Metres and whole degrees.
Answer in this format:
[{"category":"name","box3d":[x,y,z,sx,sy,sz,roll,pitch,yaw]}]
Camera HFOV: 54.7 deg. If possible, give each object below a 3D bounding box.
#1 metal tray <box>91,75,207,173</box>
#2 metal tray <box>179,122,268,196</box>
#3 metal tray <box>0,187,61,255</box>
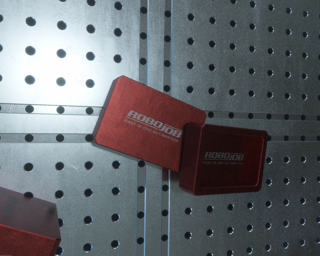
[{"category":"metal tray","box3d":[-0.012,-0.002,0.406,0.131,0.030,0.090,22,83,-19]},{"category":"metal tray","box3d":[0.091,0.042,0.424,0.131,0.030,0.089,6,92,-35]},{"category":"metal tray","box3d":[-0.149,0.090,0.302,0.090,0.130,0.030,24,82,-19]}]
